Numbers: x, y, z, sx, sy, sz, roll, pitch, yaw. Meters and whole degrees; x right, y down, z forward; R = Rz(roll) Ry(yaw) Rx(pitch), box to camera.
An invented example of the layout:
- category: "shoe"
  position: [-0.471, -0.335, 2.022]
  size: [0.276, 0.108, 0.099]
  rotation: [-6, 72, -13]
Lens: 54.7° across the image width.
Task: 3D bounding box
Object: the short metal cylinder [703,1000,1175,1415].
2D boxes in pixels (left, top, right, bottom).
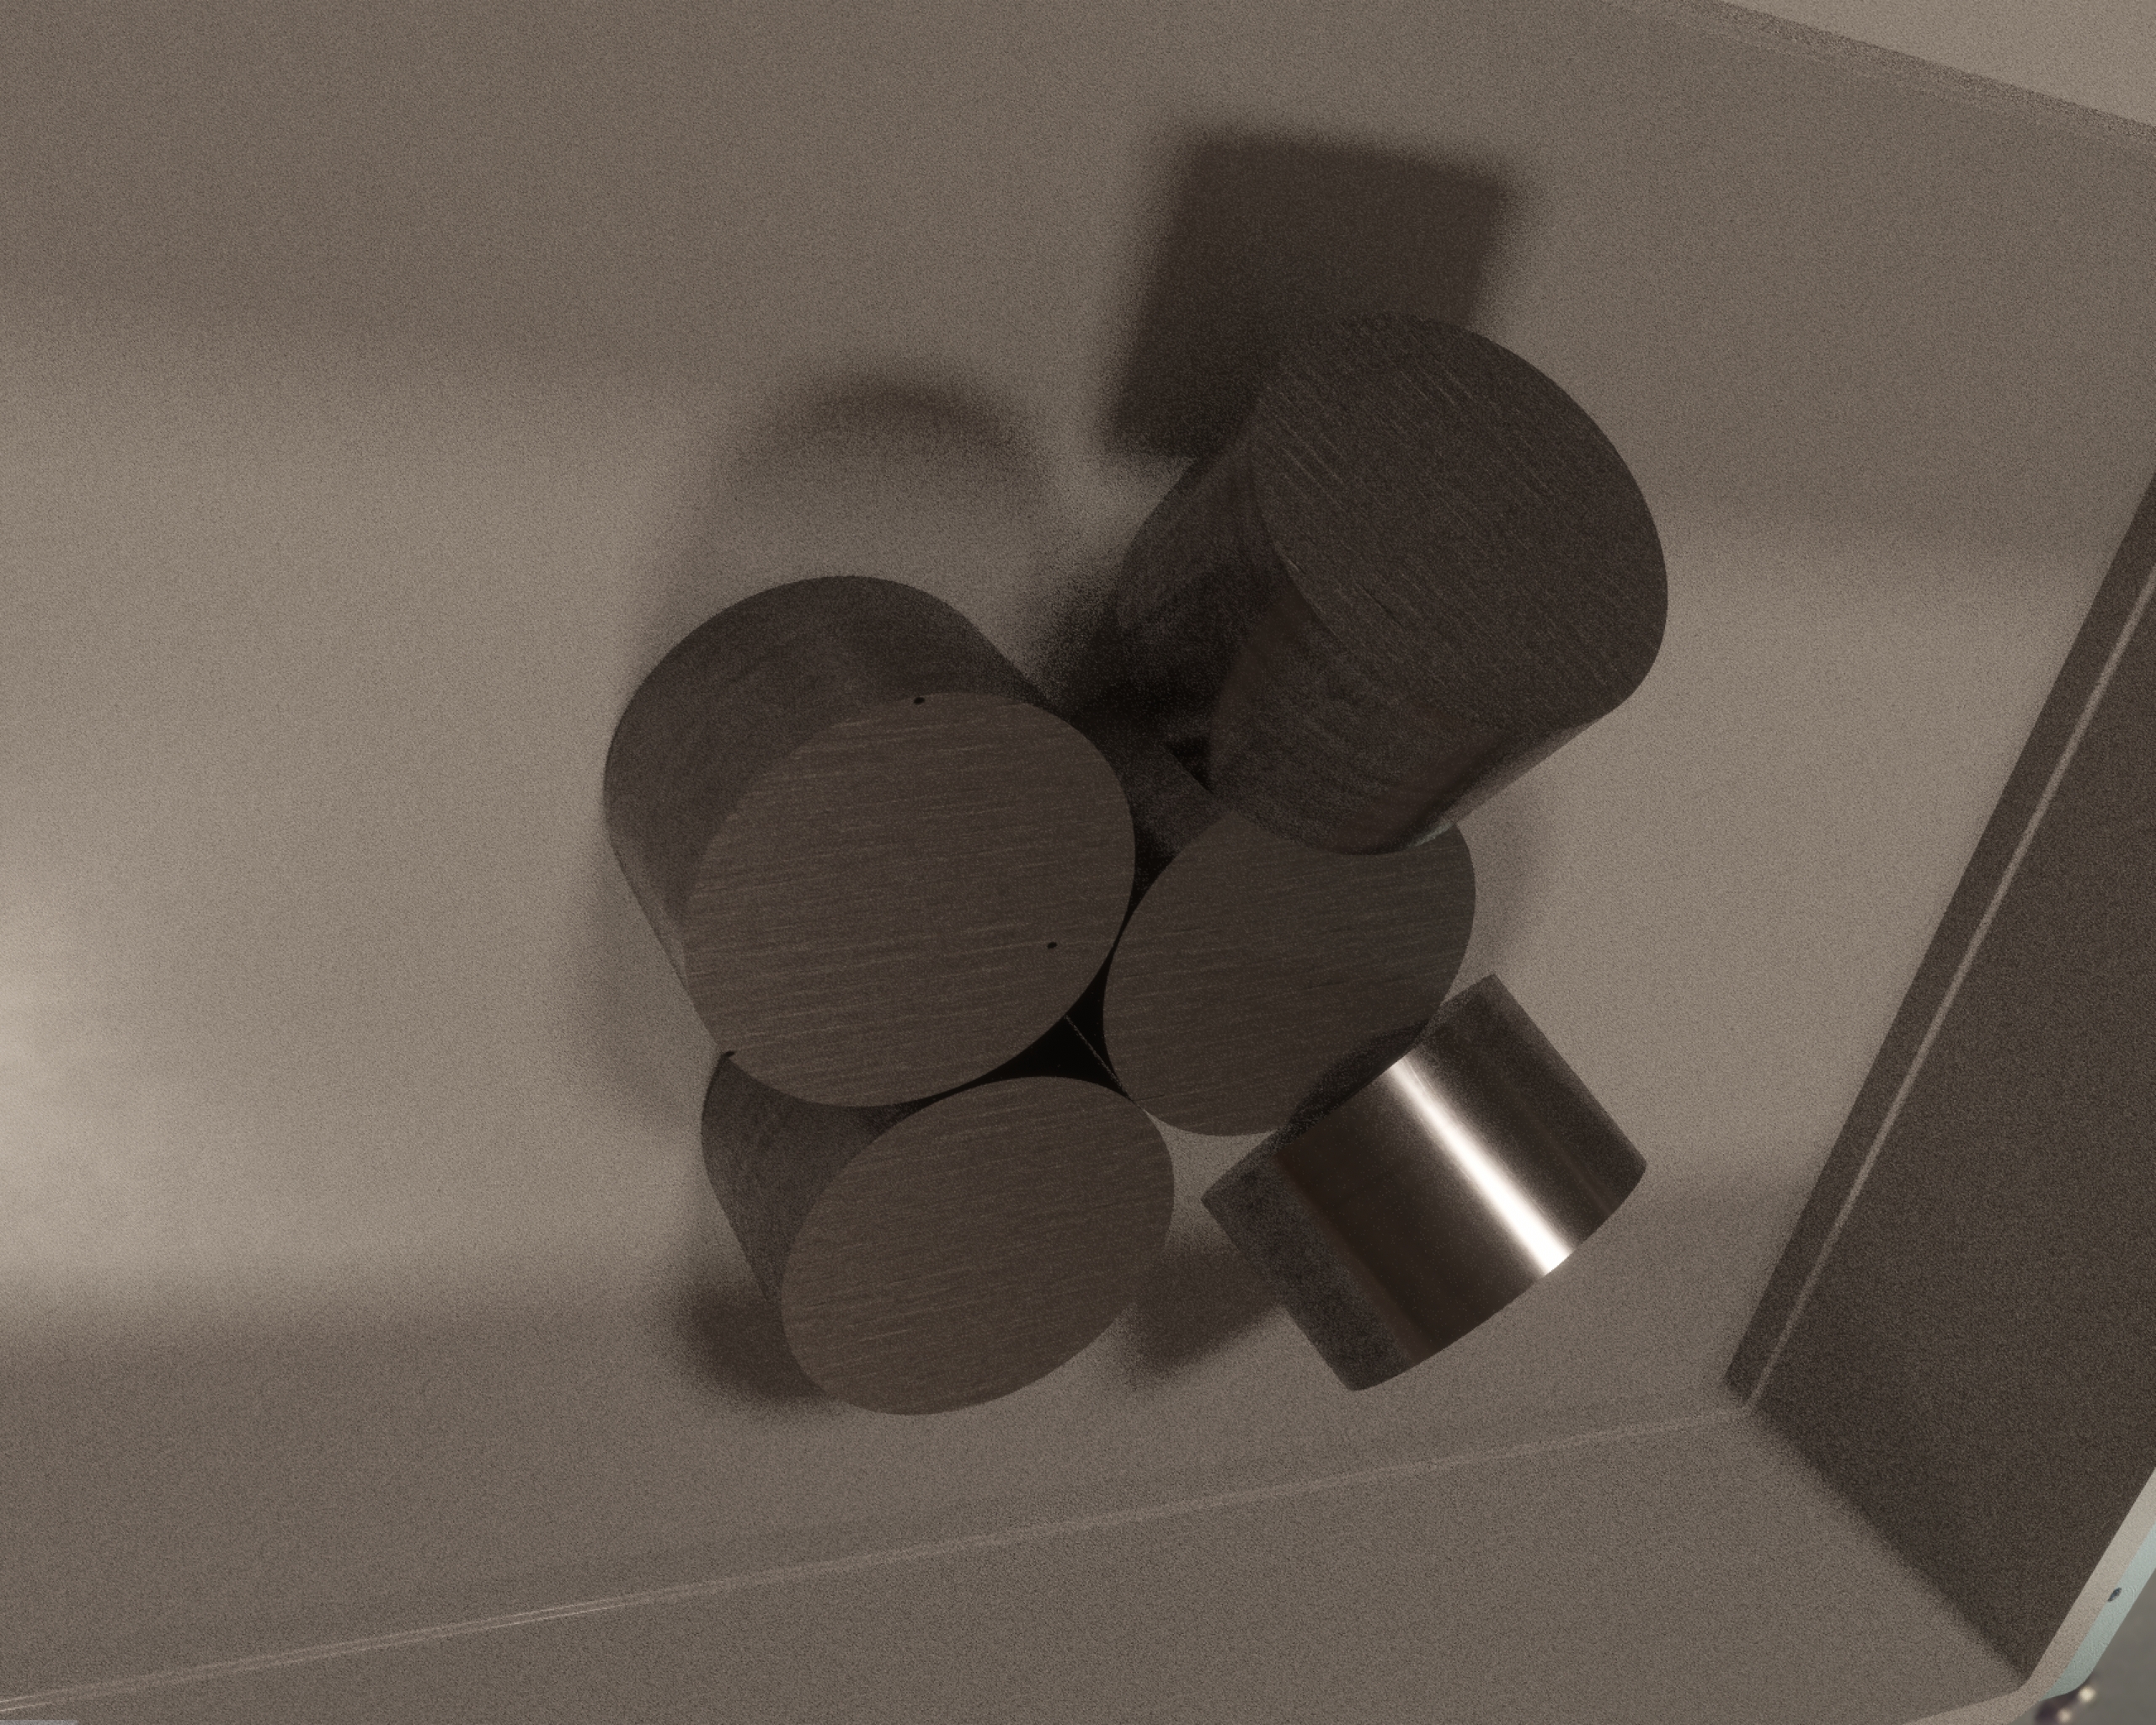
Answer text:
- category: "short metal cylinder"
  position: [-0.028, 0.062, 0.414]
  size: [0.081, 0.050, 0.079]
  rotation: [-14, 125, -21]

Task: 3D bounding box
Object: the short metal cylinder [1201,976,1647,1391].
- category: "short metal cylinder"
  position: [0.074, 0.068, 0.448]
  size: [0.080, 0.050, 0.080]
  rotation: [-37, 174, -4]

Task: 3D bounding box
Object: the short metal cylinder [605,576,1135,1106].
- category: "short metal cylinder"
  position: [-0.037, -0.004, 0.368]
  size: [0.081, 0.050, 0.079]
  rotation: [-14, 125, -21]

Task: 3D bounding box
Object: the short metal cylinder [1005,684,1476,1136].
- category: "short metal cylinder"
  position: [0.031, 0.007, 0.413]
  size: [0.081, 0.050, 0.079]
  rotation: [-14, 125, -21]

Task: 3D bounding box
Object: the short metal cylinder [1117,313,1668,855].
- category: "short metal cylinder"
  position: [0.054, -0.048, 0.363]
  size: [0.081, 0.080, 0.050]
  rotation: [-3, 158, -27]
